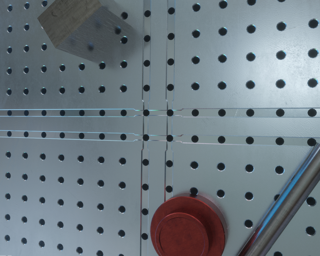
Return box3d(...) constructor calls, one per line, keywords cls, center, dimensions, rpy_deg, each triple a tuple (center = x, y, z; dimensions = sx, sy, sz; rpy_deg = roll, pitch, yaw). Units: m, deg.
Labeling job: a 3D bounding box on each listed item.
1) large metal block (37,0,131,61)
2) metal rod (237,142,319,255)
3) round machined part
box3d(cls="large metal block", center=(-0.099, -0.143, 0.418), dimensions=(0.080, 0.080, 0.050), rpy_deg=(-36, 79, 16))
box3d(cls="metal rod", center=(0.113, 0.149, 0.372), dimensions=(0.025, 0.025, 0.299), rpy_deg=(33, 101, 17))
box3d(cls="round machined part", center=(0.033, 0.136, 0.392), dimensions=(0.098, 0.042, 0.097), rpy_deg=(0, 90, 20))
